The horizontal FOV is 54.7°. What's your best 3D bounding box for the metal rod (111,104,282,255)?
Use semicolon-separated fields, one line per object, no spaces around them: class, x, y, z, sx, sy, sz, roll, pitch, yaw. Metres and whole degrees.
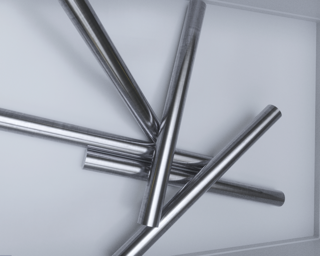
metal rod;0.052;0.072;0.401;0.301;0.025;0.025;-41;103;-15

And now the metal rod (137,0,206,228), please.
metal rod;0.019;-0.029;0.395;0.025;0.025;0.299;18;76;-19

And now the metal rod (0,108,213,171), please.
metal rod;-0.057;0.020;0.389;0.302;0.025;0.025;14;85;-20

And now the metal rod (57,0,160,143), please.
metal rod;-0.065;-0.092;0.320;0.025;0.025;0.299;-43;129;-15

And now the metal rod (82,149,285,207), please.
metal rod;0.046;0.074;0.427;0.302;0.025;0.025;14;85;-20
